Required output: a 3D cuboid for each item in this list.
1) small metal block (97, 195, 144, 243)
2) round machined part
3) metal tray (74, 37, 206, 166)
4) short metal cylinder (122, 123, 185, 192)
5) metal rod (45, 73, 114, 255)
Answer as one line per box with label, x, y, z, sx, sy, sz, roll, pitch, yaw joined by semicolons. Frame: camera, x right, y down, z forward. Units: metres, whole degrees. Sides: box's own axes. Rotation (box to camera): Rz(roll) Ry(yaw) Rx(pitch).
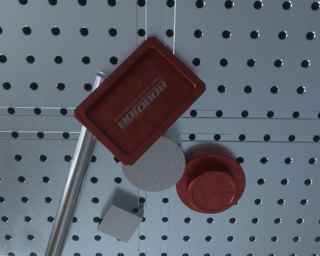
small metal block;-0.059;0.136;0.463;0.050;0.025;0.050;28;107;-10
round machined part;0.072;0.081;0.435;0.099;0.042;0.097;0;110;-1
metal tray;-0.022;-0.030;0.364;0.090;0.030;0.130;44;85;3
short metal cylinder;-0.008;0.037;0.414;0.081;0.050;0.079;0;110;-1
metal rod;-0.117;0.068;0.436;0.025;0.025;0.298;18;109;-7
